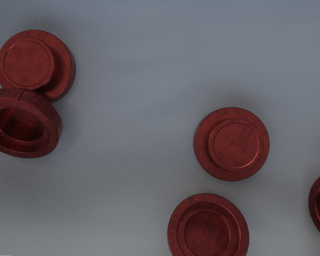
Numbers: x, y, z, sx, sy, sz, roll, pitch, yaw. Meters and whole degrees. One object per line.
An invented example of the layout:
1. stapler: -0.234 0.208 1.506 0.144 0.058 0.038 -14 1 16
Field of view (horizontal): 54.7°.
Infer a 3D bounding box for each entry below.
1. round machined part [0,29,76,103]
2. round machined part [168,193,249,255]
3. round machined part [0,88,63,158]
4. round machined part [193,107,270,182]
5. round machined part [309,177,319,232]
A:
1. round machined part: -0.164 -0.079 0.401 0.099 0.042 0.097 0 90 0
2. round machined part: 0.058 0.135 0.391 0.099 0.042 0.098 1 65 -1
3. round machined part: -0.170 -0.010 0.385 0.099 0.042 0.097 1 132 2
4. round machined part: 0.094 0.021 0.403 0.099 0.042 0.097 0 90 0
5. round machined part: 0.241 0.099 0.384 0.042 0.098 0.097 1 90 -30
